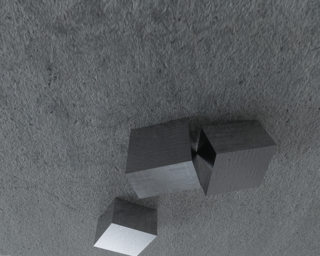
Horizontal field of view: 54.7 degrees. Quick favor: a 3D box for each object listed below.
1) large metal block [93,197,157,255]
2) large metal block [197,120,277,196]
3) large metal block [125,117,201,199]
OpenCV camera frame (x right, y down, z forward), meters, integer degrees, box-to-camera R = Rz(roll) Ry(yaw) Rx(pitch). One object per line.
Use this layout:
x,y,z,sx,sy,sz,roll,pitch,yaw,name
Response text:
-0.059,0.173,0.538,0.080,0.050,0.080,22,127,-18,large metal block
0.096,0.040,0.414,0.081,0.050,0.079,-7,132,-14,large metal block
0.005,0.038,0.403,0.080,0.080,0.050,-13,129,11,large metal block
